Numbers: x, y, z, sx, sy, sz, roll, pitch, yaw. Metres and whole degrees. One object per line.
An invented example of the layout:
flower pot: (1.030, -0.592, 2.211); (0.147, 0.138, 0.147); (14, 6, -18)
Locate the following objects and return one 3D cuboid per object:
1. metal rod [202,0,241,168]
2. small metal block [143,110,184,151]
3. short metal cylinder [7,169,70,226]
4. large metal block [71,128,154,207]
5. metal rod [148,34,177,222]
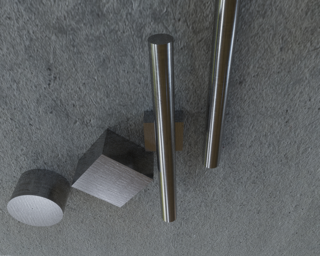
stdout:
metal rod: (0.069, -0.064, 0.353); (0.025, 0.025, 0.298); (-2, 130, 1)
small metal block: (0.005, 0.004, 0.411); (0.050, 0.025, 0.050); (-1, 130, 0)
short metal cylinder: (-0.186, 0.109, 0.482); (0.081, 0.050, 0.079); (0, 130, 0)
large metal block: (-0.065, 0.059, 0.440); (0.080, 0.050, 0.080); (31, 124, -24)
metal rod: (0.008, 0.027, 0.397); (0.025, 0.025, 0.298); (-2, 131, 2)
